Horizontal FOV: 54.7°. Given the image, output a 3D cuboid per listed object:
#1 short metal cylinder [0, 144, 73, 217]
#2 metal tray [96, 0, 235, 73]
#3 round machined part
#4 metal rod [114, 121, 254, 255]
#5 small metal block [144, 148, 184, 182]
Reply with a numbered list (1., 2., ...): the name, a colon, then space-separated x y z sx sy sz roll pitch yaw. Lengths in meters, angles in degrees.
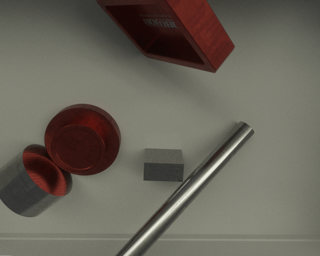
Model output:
1. short metal cylinder: -0.163 0.068 0.405 0.050 0.080 0.080 -37 106 12
2. metal tray: 0.000 -0.103 0.304 0.030 0.130 0.090 -52 127 -7
3. round machined part: -0.103 0.020 0.408 0.099 0.042 0.097 0 110 -1
4. metal rod: 0.012 0.105 0.388 0.301 0.025 0.025 -45 106 -11
5. small metal block: 0.005 0.049 0.415 0.050 0.050 0.025 2 107 -1
